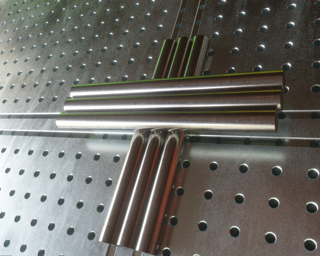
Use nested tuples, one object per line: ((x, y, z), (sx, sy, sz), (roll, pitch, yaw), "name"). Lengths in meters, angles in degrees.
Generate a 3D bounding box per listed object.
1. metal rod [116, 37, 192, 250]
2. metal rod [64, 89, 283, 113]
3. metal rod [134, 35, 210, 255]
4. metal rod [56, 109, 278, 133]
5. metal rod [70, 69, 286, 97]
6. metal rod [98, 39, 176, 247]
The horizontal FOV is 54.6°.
((0.001, 0.002, 0.407), (0.025, 0.025, 0.300), (2, 62, 29), "metal rod")
((-0.004, -0.031, 0.398), (0.300, 0.025, 0.025), (1, 62, 28), "metal rod")
((0.023, 0.003, 0.395), (0.025, 0.025, 0.300), (2, 62, 29), "metal rod")
((-0.013, -0.009, 0.389), (0.300, 0.025, 0.025), (1, 62, 28), "metal rod")
((0.003, -0.053, 0.408), (0.300, 0.025, 0.025), (1, 62, 28), "metal rod")
((-0.021, 0.002, 0.419), (0.025, 0.025, 0.300), (2, 62, 29), "metal rod")
